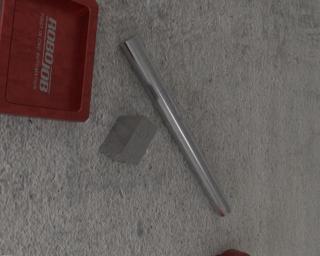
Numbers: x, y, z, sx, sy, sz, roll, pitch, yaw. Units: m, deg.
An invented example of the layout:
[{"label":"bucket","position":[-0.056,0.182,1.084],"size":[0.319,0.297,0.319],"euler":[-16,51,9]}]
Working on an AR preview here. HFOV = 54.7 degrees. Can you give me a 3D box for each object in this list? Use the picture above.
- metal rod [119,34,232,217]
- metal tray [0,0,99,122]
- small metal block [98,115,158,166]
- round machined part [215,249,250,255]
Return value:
[{"label":"metal rod","position":[0.032,0.012,0.430],"size":[0.025,0.025,0.299],"euler":[-45,117,-31]},{"label":"metal tray","position":[-0.113,-0.074,0.306],"size":[0.091,0.030,0.129],"euler":[7,86,-40]},{"label":"small metal block","position":[-0.037,0.013,0.357],"size":[0.025,0.050,0.050],"euler":[42,65,-32]},{"label":"round machined part","position":[0.104,0.238,0.482],"size":[0.099,0.042,0.097],"euler":[0,90,-40]}]
